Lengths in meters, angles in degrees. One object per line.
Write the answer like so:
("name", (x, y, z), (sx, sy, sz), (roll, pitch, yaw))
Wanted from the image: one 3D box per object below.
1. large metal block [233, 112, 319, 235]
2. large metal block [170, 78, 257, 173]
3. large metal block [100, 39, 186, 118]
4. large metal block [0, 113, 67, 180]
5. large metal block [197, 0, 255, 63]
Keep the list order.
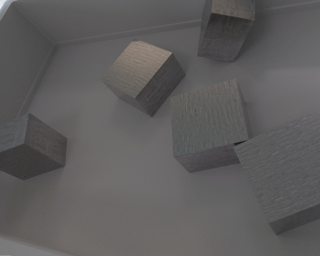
("large metal block", (0.128, 0.044, 0.295), (0.080, 0.050, 0.080), (-26, 53, 12))
("large metal block", (0.060, -0.001, 0.359), (0.080, 0.050, 0.080), (-15, 56, 20))
("large metal block", (-0.025, -0.074, 0.448), (0.080, 0.050, 0.080), (31, 79, 38))
("large metal block", (-0.197, 0.030, 0.456), (0.080, 0.080, 0.050), (-19, 55, 17))
("large metal block", (0.085, -0.146, 0.404), (0.050, 0.080, 0.080), (10, 65, -1))
